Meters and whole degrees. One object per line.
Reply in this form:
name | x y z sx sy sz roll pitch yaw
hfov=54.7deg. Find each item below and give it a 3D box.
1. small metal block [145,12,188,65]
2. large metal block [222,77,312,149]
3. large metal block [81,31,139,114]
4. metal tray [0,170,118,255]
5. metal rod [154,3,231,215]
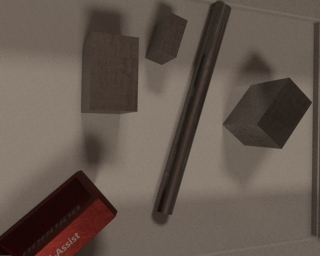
small metal block | 0.007 -0.114 0.401 0.025 0.050 0.050 19 84 -19
large metal block | 0.149 -0.020 0.438 0.050 0.080 0.080 42 77 -16
large metal block | -0.061 -0.058 0.359 0.050 0.080 0.079 1 90 -20
metal tray | -0.117 0.110 0.331 0.130 0.090 0.030 -41 116 -16
metal rod | 0.047 -0.030 0.429 0.025 0.025 0.299 19 84 -20
